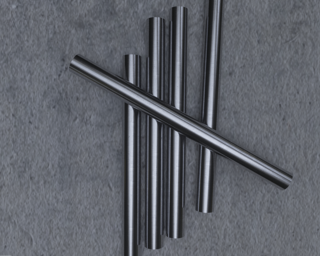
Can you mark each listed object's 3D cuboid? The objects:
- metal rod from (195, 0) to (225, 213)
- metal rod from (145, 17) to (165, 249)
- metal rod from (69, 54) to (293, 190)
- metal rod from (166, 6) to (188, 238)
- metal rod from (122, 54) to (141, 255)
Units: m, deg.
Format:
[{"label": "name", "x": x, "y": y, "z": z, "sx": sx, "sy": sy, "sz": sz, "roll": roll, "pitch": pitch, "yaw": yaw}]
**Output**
[{"label": "metal rod", "x": 0.067, "y": -0.040, "z": 0.410, "sx": 0.025, "sy": 0.025, "sz": 0.298, "roll": 3, "pitch": 90, "yaw": -1}, {"label": "metal rod", "x": -0.007, "y": 0.007, "z": 0.409, "sx": 0.025, "sy": 0.025, "sz": 0.298, "roll": 0, "pitch": 90, "yaw": -1}, {"label": "metal rod", "x": 0.026, "y": -0.007, "z": 0.384, "sx": 0.301, "sy": 0.025, "sz": 0.025, "roll": 29, "pitch": 90, "yaw": -1}, {"label": "metal rod", "x": 0.022, "y": -0.007, "z": 0.410, "sx": 0.025, "sy": 0.025, "sz": 0.298, "roll": 1, "pitch": 90, "yaw": -1}, {"label": "metal rod", "x": -0.038, "y": 0.055, "z": 0.409, "sx": 0.025, "sy": 0.025, "sz": 0.298, "roll": 0, "pitch": 90, "yaw": -1}]
